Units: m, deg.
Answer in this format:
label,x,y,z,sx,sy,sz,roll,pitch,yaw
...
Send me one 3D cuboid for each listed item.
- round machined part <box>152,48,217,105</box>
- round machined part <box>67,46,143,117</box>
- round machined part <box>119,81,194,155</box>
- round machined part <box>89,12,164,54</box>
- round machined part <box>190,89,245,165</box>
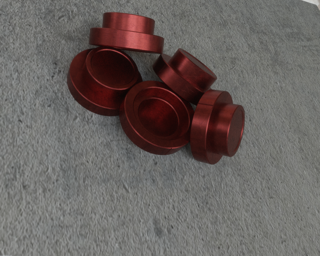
label,x,y,z,sx,sy,sz,roll,pitch,yaw
round machined part,0.041,-0.075,0.436,0.098,0.042,0.098,33,21,-14
round machined part,-0.067,-0.067,0.402,0.099,0.042,0.098,14,56,-21
round machined part,-0.006,-0.009,0.398,0.099,0.042,0.098,14,56,-21
round machined part,-0.043,-0.126,0.412,0.099,0.098,0.042,1,103,-28
round machined part,0.080,0.000,0.404,0.042,0.097,0.098,12,44,29
